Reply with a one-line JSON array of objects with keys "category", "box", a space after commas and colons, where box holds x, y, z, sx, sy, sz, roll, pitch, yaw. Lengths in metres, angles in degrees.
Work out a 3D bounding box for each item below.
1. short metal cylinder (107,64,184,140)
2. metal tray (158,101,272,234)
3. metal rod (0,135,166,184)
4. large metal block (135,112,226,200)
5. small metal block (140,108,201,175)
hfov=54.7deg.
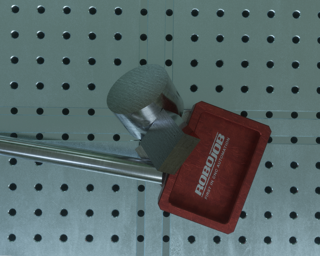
[{"category": "short metal cylinder", "box": [-0.017, -0.032, 0.379, 0.080, 0.080, 0.050, -35, 133, 0]}, {"category": "metal tray", "box": [0.061, 0.044, 0.359, 0.090, 0.030, 0.129, 21, 90, 0]}, {"category": "metal rod", "box": [-0.142, 0.031, 0.382, 0.301, 0.025, 0.025, 8, 90, 11]}, {"category": "large metal block", "box": [0.025, 0.035, 0.400, 0.080, 0.050, 0.080, -35, 90, 0]}, {"category": "small metal block", "box": [0.010, 0.015, 0.341, 0.025, 0.050, 0.050, 21, 111, -39]}]
